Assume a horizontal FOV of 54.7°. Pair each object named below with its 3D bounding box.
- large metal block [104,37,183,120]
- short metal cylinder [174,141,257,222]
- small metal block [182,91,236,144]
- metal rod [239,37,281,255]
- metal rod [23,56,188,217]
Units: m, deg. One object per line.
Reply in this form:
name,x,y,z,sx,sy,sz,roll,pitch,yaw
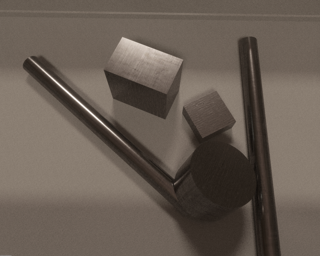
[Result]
large metal block,-0.019,-0.061,0.403,0.080,0.080,0.050,22,72,7
short metal cylinder,0.063,0.062,0.360,0.081,0.050,0.080,11,54,-15
small metal block,0.065,-0.014,0.416,0.050,0.025,0.050,-26,72,-9
metal rod,0.128,0.013,0.406,0.025,0.025,0.299,1,70,0
metal rod,-0.073,0.003,0.407,0.300,0.025,0.025,40,75,13
